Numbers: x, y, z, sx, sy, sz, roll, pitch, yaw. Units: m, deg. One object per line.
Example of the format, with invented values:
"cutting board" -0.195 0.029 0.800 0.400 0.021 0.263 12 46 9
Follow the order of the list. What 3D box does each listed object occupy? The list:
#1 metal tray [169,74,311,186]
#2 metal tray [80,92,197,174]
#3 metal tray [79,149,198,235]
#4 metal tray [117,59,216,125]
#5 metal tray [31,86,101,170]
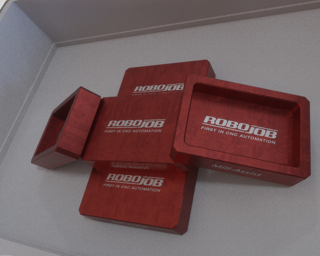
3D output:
"metal tray" 0.082 0.001 0.317 0.131 0.030 0.090 12 65 1
"metal tray" -0.024 0.005 0.372 0.130 0.030 0.090 -1 61 27
"metal tray" -0.025 0.070 0.370 0.130 0.030 0.090 0 61 27
"metal tray" 0.004 -0.044 0.424 0.130 0.030 0.090 0 61 27
"metal tray" -0.133 0.005 0.429 0.130 0.030 0.090 -20 49 53
